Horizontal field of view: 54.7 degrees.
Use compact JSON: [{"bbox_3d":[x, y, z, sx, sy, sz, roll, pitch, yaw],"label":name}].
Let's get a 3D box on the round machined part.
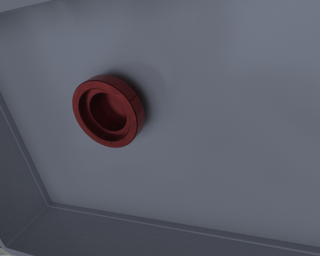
[{"bbox_3d":[-0.064,-0.026,0.414,0.098,0.042,0.097,13,124,20],"label":"round machined part"}]
